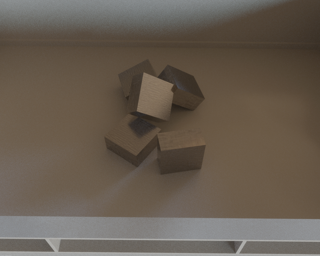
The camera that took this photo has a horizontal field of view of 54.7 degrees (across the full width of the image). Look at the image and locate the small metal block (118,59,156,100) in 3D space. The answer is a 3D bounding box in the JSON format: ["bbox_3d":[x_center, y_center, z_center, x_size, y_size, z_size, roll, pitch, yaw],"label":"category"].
[{"bbox_3d":[-0.028,-0.065,0.449,0.050,0.025,0.050,-26,52,6],"label":"small metal block"}]

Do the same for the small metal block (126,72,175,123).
[{"bbox_3d":[-0.012,-0.038,0.399,0.050,0.025,0.050,17,77,-35],"label":"small metal block"}]

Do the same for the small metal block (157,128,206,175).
[{"bbox_3d":[0.024,0.028,0.366,0.050,0.050,0.025,-7,51,-7],"label":"small metal block"}]

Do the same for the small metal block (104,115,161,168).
[{"bbox_3d":[-0.033,0.014,0.393,0.050,0.025,0.050,29,56,22],"label":"small metal block"}]

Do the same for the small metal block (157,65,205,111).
[{"bbox_3d":[0.030,-0.057,0.437,0.050,0.025,0.050,16,40,-36],"label":"small metal block"}]
